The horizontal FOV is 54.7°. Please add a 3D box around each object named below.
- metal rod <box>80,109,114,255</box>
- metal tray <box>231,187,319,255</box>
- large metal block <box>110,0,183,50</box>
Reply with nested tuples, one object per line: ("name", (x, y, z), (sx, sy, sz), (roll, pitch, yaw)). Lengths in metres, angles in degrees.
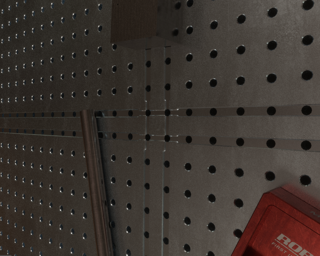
("metal rod", (-0.095, 0.119, 0.485), (0.025, 0.025, 0.298), (-14, 81, 39))
("metal tray", (0.142, 0.128, 0.288), (0.130, 0.030, 0.089), (32, 110, 35))
("large metal block", (-0.017, -0.150, 0.405), (0.080, 0.050, 0.079), (5, 93, 39))
